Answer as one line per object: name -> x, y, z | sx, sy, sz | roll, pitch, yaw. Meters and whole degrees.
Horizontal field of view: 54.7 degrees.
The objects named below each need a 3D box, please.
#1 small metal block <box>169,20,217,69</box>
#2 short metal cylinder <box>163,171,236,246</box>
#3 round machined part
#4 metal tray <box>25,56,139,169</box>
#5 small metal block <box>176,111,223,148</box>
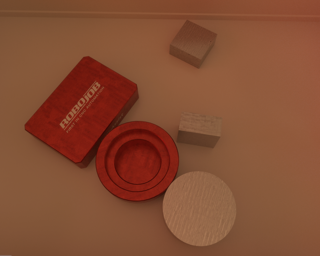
small metal block -> 0.049, -0.123, 0.455 | 0.050, 0.025, 0.050 | 29, 72, 10
short metal cylinder -> 0.043, 0.095, 0.362 | 0.081, 0.050, 0.080 | 0, 70, 0
round machined part -> -0.027, 0.044, 0.384 | 0.099, 0.042, 0.098 | 0, 70, -1
metal tray -> -0.101, -0.023, 0.414 | 0.090, 0.030, 0.130 | 32, 73, 10
small metal block -> 0.049, 0.003, 0.396 | 0.050, 0.050, 0.025 | 9, 71, 3
